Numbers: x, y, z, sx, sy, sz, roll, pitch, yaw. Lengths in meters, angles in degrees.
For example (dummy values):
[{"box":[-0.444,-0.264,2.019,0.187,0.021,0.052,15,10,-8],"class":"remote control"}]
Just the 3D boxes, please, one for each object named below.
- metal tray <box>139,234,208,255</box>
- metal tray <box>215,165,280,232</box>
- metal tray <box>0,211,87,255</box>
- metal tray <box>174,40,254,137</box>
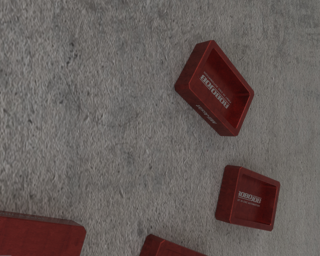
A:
[{"box":[0.021,0.207,0.419,0.130,0.030,0.090,34,69,-35],"class":"metal tray"},{"box":[0.154,0.122,0.529,0.131,0.030,0.090,23,76,-38],"class":"metal tray"},{"box":[-0.142,0.125,0.282,0.131,0.030,0.090,23,76,-38],"class":"metal tray"},{"box":[0.088,-0.057,0.474,0.130,0.030,0.090,41,65,-32],"class":"metal tray"}]
